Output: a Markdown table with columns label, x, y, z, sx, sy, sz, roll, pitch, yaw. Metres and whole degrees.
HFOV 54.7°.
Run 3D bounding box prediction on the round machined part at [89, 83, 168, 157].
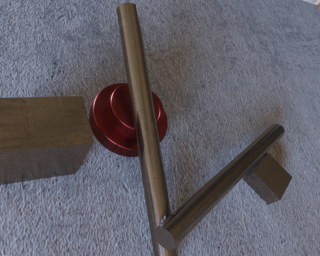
| label | x | y | z | sx | sy | sz | roll | pitch | yaw |
| --- | --- | --- | --- | --- | --- | --- | --- | --- | --- |
| round machined part | -0.034 | -0.017 | 0.386 | 0.099 | 0.042 | 0.098 | 14 | 56 | -21 |

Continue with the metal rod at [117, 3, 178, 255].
| label | x | y | z | sx | sy | sz | roll | pitch | yaw |
| --- | --- | --- | --- | --- | --- | --- | --- | --- | --- |
| metal rod | -0.015 | 0.005 | 0.342 | 0.025 | 0.025 | 0.298 | -4 | 80 | -31 |

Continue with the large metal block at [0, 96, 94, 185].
| label | x | y | z | sx | sy | sz | roll | pitch | yaw |
| --- | --- | --- | --- | --- | --- | --- | --- | --- | --- |
| large metal block | -0.118 | 0.013 | 0.298 | 0.081 | 0.080 | 0.050 | -5 | 64 | -31 |

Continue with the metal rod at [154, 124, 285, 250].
| label | x | y | z | sx | sy | sz | roll | pitch | yaw |
| --- | --- | --- | --- | --- | --- | --- | --- | --- | --- |
| metal rod | 0.098 | 0.055 | 0.400 | 0.302 | 0.025 | 0.025 | -28 | 77 | -45 |

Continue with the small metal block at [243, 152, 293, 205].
| label | x | y | z | sx | sy | sz | roll | pitch | yaw |
| --- | --- | --- | --- | --- | --- | --- | --- | --- | --- |
| small metal block | 0.156 | 0.072 | 0.446 | 0.050 | 0.025 | 0.050 | 46 | 51 | 4 |
